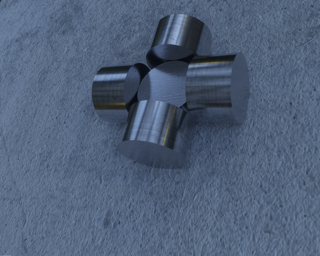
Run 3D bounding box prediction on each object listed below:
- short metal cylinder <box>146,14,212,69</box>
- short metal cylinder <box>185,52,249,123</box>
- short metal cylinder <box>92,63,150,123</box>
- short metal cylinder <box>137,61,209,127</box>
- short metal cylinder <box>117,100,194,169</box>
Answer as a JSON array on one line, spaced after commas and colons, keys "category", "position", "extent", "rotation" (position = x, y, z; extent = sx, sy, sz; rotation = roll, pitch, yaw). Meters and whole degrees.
[{"category": "short metal cylinder", "position": [0.026, -0.105, 0.419], "extent": [0.080, 0.080, 0.050], "rotation": [2, 63, 28]}, {"category": "short metal cylinder", "position": [0.069, -0.046, 0.361], "extent": [0.050, 0.080, 0.080], "rotation": [2, 63, 29]}, {"category": "short metal cylinder", "position": [-0.046, -0.047, 0.422], "extent": [0.050, 0.080, 0.080], "rotation": [2, 63, 29]}, {"category": "short metal cylinder", "position": [0.018, -0.040, 0.404], "extent": [0.080, 0.050, 0.080], "rotation": [-13, 56, 20]}, {"category": "short metal cylinder", "position": [-0.004, 0.010, 0.364], "extent": [0.080, 0.080, 0.050], "rotation": [0, 62, 28]}]
